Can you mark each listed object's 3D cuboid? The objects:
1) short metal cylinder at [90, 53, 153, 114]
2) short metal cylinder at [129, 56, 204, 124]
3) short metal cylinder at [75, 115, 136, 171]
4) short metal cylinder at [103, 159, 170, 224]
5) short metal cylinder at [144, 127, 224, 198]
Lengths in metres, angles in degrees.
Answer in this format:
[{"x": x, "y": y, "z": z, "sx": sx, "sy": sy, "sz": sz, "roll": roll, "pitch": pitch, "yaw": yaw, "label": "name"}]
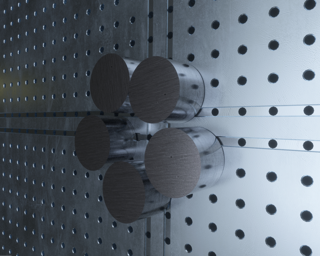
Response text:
[{"x": -0.053, "y": -0.061, "z": 0.436, "sx": 0.080, "sy": 0.050, "sz": 0.079, "roll": 0, "pitch": 90, "yaw": 39, "label": "short metal cylinder"}, {"x": 0.007, "y": -0.045, "z": 0.386, "sx": 0.080, "sy": 0.050, "sz": 0.079, "roll": 0, "pitch": 91, "yaw": 40, "label": "short metal cylinder"}, {"x": -0.082, "y": 0.021, "z": 0.460, "sx": 0.080, "sy": 0.050, "sz": 0.079, "roll": 0, "pitch": 91, "yaw": 40, "label": "short metal cylinder"}, {"x": -0.032, "y": 0.083, "z": 0.418, "sx": 0.080, "sy": 0.050, "sz": 0.080, "roll": 0, "pitch": 89, "yaw": 40, "label": "short metal cylinder"}, {"x": 0.028, "y": 0.039, "z": 0.369, "sx": 0.080, "sy": 0.050, "sz": 0.079, "roll": 1, "pitch": 92, "yaw": 39, "label": "short metal cylinder"}]
